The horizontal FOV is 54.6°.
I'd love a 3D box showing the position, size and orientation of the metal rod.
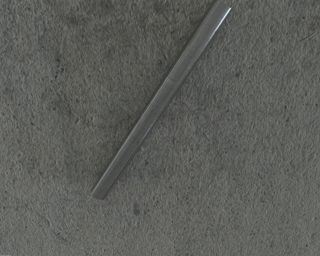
[{"bbox_3d":[-0.007,-0.024,0.400,0.025,0.025,0.299,31,107,-11],"label":"metal rod"}]
